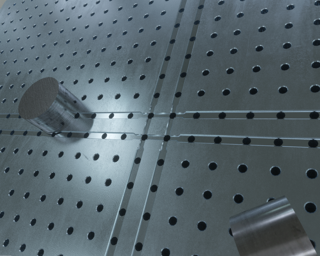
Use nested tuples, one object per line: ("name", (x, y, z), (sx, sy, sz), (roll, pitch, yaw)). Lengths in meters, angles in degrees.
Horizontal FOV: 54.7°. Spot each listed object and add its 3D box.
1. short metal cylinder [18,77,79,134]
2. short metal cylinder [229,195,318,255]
("short metal cylinder", (-0.183, -0.037, 0.511), (0.080, 0.050, 0.080), (-13, 56, 21))
("short metal cylinder", (0.099, 0.103, 0.258), (0.050, 0.080, 0.080), (-26, 53, 12))
